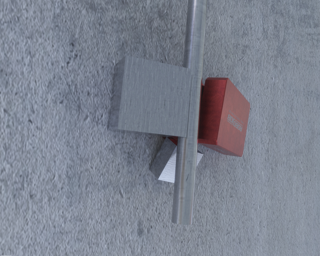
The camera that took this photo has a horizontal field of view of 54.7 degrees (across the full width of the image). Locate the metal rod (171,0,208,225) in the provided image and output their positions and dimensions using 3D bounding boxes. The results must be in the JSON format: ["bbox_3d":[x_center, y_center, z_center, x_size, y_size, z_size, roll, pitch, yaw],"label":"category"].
[{"bbox_3d":[0.038,-0.036,0.383,0.025,0.025,0.298,10,82,-40],"label":"metal rod"}]

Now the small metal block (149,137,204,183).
[{"bbox_3d":[0.022,0.045,0.412,0.050,0.025,0.050,20,103,-38],"label":"small metal block"}]

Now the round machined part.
[{"bbox_3d":[0.040,-0.025,0.428,0.099,0.042,0.097,0,90,-40],"label":"round machined part"}]

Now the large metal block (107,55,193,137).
[{"bbox_3d":[-0.013,-0.033,0.365,0.081,0.050,0.080,7,85,-22],"label":"large metal block"}]

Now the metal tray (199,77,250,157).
[{"bbox_3d":[0.097,-0.011,0.455,0.130,0.030,0.090,24,75,-59],"label":"metal tray"}]
